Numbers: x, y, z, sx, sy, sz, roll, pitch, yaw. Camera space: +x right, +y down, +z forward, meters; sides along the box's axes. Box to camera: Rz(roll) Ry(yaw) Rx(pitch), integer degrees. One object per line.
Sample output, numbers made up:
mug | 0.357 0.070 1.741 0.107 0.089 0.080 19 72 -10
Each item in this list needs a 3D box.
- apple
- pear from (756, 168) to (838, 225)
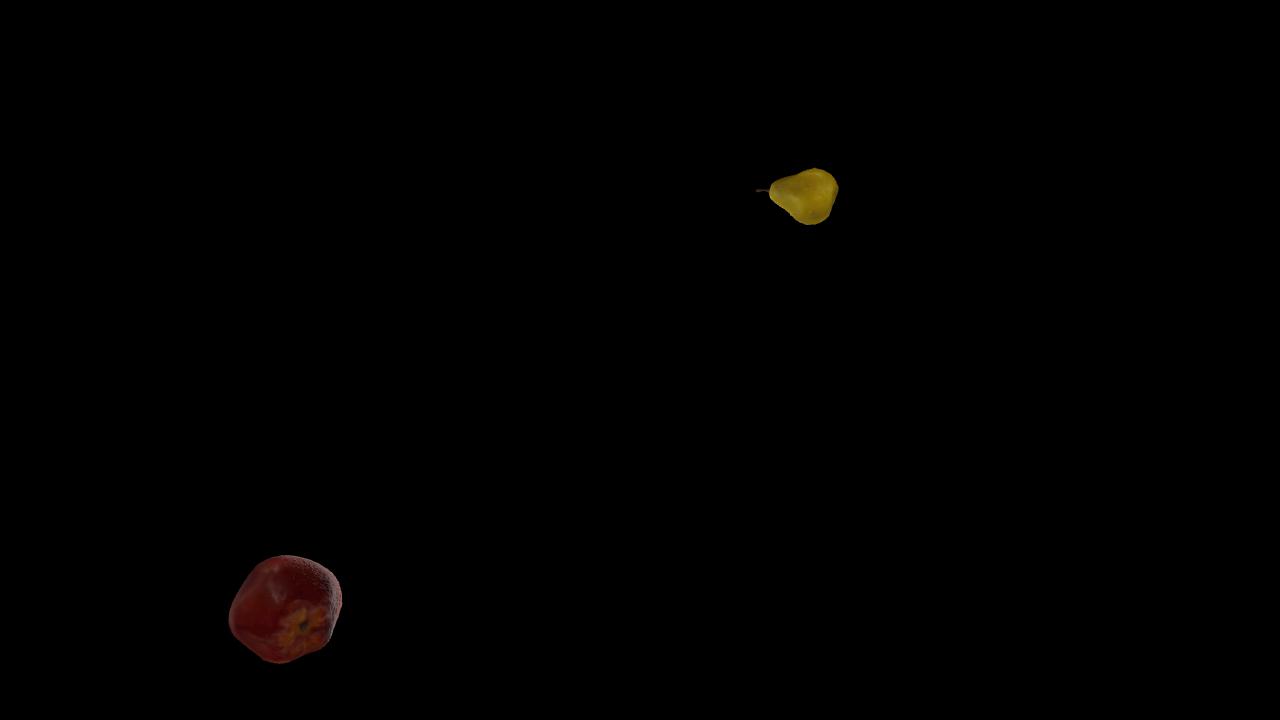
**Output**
apple | -0.277 0.195 0.485 0.079 0.079 0.093 0 2 -37
pear | 0.229 -0.244 0.899 0.111 0.080 0.080 21 5 14
